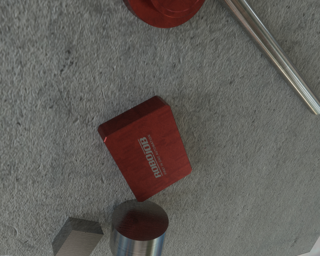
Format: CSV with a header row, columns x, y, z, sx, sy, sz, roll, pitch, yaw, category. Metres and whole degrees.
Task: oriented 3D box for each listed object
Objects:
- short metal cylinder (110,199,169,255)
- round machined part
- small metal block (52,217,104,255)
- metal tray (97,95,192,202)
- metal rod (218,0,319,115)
x,y,z,sx,sy,sz,roll,pitch,yaw,category
-0.031,0.149,0.448,0.081,0.080,0.050,-5,121,-26,short metal cylinder
0.011,-0.150,0.310,0.099,0.042,0.097,-14,125,-21,round machined part
-0.117,0.158,0.442,0.050,0.025,0.050,25,105,-37,small metal block
-0.015,0.032,0.417,0.090,0.030,0.129,-29,129,-10,metal tray
0.172,-0.096,0.443,0.301,0.025,0.025,32,101,-39,metal rod
